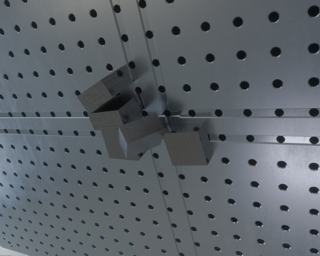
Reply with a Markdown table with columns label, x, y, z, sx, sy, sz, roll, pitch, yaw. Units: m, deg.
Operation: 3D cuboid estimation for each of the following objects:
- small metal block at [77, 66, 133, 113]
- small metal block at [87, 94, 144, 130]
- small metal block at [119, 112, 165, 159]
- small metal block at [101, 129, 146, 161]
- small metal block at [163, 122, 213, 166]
| label | x | y | z | sx | sy | sz | roll | pitch | yaw |
| --- | --- | --- | --- | --- | --- | --- | --- | --- | --- |
| small metal block | -0.071 | -0.050 | 0.402 | 0.050 | 0.050 | 0.025 | -25 | 105 | 37 |
| small metal block | -0.058 | -0.021 | 0.414 | 0.050 | 0.050 | 0.025 | -4 | 116 | 30 |
| small metal block | -0.025 | 0.011 | 0.399 | 0.025 | 0.050 | 0.050 | 62 | 162 | 21 |
| small metal block | -0.053 | 0.018 | 0.451 | 0.050 | 0.025 | 0.050 | 2 | 120 | 27 |
| small metal block | 0.037 | 0.021 | 0.406 | 0.050 | 0.025 | 0.050 | -5 | 116 | 30 |
